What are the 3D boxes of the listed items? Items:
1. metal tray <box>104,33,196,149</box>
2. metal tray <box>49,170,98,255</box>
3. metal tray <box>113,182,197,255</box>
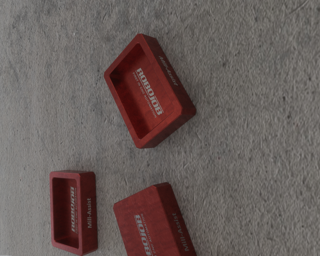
[{"bbox_3d":[-0.018,-0.049,0.416,0.090,0.030,0.130,-40,66,32],"label":"metal tray"},{"bbox_3d":[-0.148,0.138,0.523,0.090,0.030,0.129,-4,87,40],"label":"metal tray"},{"bbox_3d":[-0.006,0.148,0.407,0.090,0.030,0.130,-32,70,35],"label":"metal tray"}]
